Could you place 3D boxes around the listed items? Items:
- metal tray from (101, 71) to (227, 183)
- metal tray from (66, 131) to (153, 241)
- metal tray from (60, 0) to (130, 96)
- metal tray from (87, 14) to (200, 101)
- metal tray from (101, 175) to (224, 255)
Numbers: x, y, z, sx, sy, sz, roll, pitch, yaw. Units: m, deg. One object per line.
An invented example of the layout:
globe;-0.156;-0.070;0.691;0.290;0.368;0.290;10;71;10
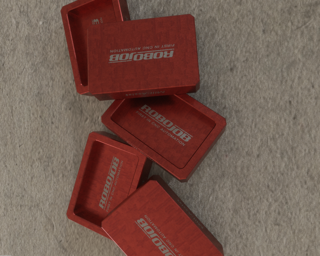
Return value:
metal tray;0.004;-0.005;0.387;0.130;0.030;0.090;35;79;16
metal tray;-0.069;0.078;0.429;0.090;0.030;0.129;19;96;18
metal tray;-0.082;-0.118;0.433;0.090;0.030;0.129;-14;85;19
metal tray;-0.020;-0.085;0.379;0.131;0.030;0.090;-4;79;5
metal tray;0.004;0.135;0.385;0.090;0.030;0.130;-42;89;7
